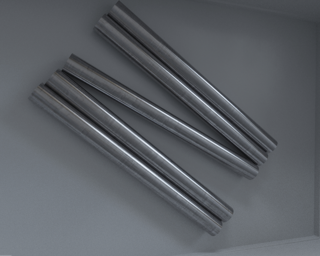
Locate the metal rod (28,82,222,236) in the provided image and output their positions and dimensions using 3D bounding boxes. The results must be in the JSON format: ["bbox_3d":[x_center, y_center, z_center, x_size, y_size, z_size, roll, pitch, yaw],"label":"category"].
[{"bbox_3d":[-0.032,0.049,0.397,0.301,0.025,0.025,40,78,-16],"label":"metal rod"}]

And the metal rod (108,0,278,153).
[{"bbox_3d":[0.055,-0.061,0.429,0.301,0.025,0.025,38,78,-16],"label":"metal rod"}]

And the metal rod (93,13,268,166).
[{"bbox_3d":[0.039,-0.042,0.423,0.301,0.025,0.025,38,78,-16],"label":"metal rod"}]

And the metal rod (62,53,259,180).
[{"bbox_3d":[0.013,-0.006,0.414,0.301,0.025,0.025,30,80,-18],"label":"metal rod"}]

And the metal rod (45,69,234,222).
[{"bbox_3d":[-0.015,0.032,0.404,0.301,0.025,0.025,40,78,-16],"label":"metal rod"}]
